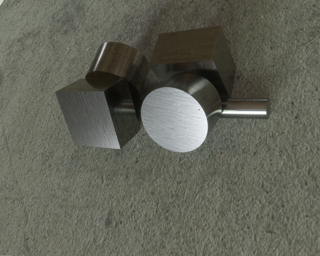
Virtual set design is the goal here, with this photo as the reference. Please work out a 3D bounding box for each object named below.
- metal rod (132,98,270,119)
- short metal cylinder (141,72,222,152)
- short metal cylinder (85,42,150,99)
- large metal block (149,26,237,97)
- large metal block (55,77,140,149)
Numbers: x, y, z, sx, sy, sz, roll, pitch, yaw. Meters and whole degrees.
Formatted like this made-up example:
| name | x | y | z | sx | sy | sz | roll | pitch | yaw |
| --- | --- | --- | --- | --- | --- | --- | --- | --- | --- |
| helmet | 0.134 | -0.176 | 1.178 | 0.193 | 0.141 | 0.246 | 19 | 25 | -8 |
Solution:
| name | x | y | z | sx | sy | sz | roll | pitch | yaw |
| --- | --- | --- | --- | --- | --- | --- | --- | --- | --- |
| metal rod | -0.007 | -0.028 | 0.428 | 0.300 | 0.025 | 0.025 | 3 | 63 | 29 |
| short metal cylinder | 0.025 | -0.019 | 0.360 | 0.080 | 0.080 | 0.050 | 2 | 28 | 29 |
| short metal cylinder | -0.061 | -0.078 | 0.449 | 0.080 | 0.080 | 0.050 | 4 | 64 | 30 |
| large metal block | 0.045 | -0.077 | 0.393 | 0.080 | 0.080 | 0.050 | 2 | 63 | 29 |
| large metal block | -0.082 | -0.021 | 0.418 | 0.080 | 0.080 | 0.050 | 3 | 29 | 29 |
